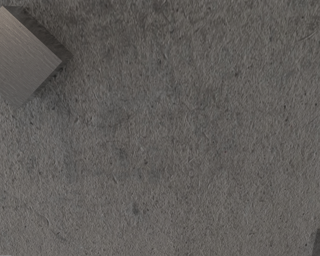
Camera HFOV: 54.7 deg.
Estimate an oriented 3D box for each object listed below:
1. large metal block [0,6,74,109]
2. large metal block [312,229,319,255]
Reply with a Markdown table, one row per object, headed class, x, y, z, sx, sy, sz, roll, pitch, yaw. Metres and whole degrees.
| class | x | y | z | sx | sy | sz | roll | pitch | yaw |
| --- | --- | --- | --- | --- | --- | --- | --- | --- | --- |
| large metal block | -0.165 | -0.083 | 0.364 | 0.080 | 0.050 | 0.080 | -42 | 105 | 14 |
| large metal block | 0.286 | 0.203 | 0.473 | 0.081 | 0.050 | 0.079 | -1 | 110 | 0 |
